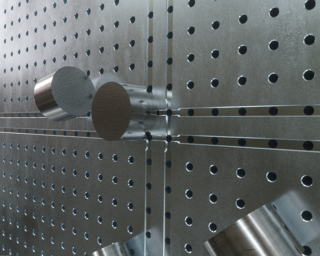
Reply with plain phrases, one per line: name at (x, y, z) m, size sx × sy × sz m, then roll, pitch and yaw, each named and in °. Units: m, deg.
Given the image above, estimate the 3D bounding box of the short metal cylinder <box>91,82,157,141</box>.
short metal cylinder at (-0.051, -0.023, 0.435) m, size 0.080 × 0.050 × 0.079 m, roll 0°, pitch 90°, yaw 40°

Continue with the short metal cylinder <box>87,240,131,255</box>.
short metal cylinder at (-0.077, 0.201, 0.437) m, size 0.080 × 0.081 × 0.050 m, roll -42°, pitch 65°, yaw 32°

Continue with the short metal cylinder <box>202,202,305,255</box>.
short metal cylinder at (0.089, 0.115, 0.300) m, size 0.080 × 0.081 × 0.050 m, roll -47°, pitch 62°, yaw 30°

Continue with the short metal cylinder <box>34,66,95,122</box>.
short metal cylinder at (-0.152, -0.054, 0.499) m, size 0.050 × 0.081 × 0.080 m, roll -13°, pitch 82°, yaw 39°
